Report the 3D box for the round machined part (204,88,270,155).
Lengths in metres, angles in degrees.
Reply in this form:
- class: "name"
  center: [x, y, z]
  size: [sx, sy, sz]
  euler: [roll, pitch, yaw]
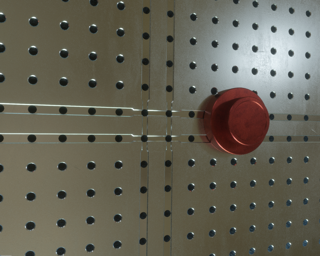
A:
- class: "round machined part"
  center: [0.117, -0.010, 0.446]
  size: [0.099, 0.042, 0.097]
  euler: [0, 90, -20]
